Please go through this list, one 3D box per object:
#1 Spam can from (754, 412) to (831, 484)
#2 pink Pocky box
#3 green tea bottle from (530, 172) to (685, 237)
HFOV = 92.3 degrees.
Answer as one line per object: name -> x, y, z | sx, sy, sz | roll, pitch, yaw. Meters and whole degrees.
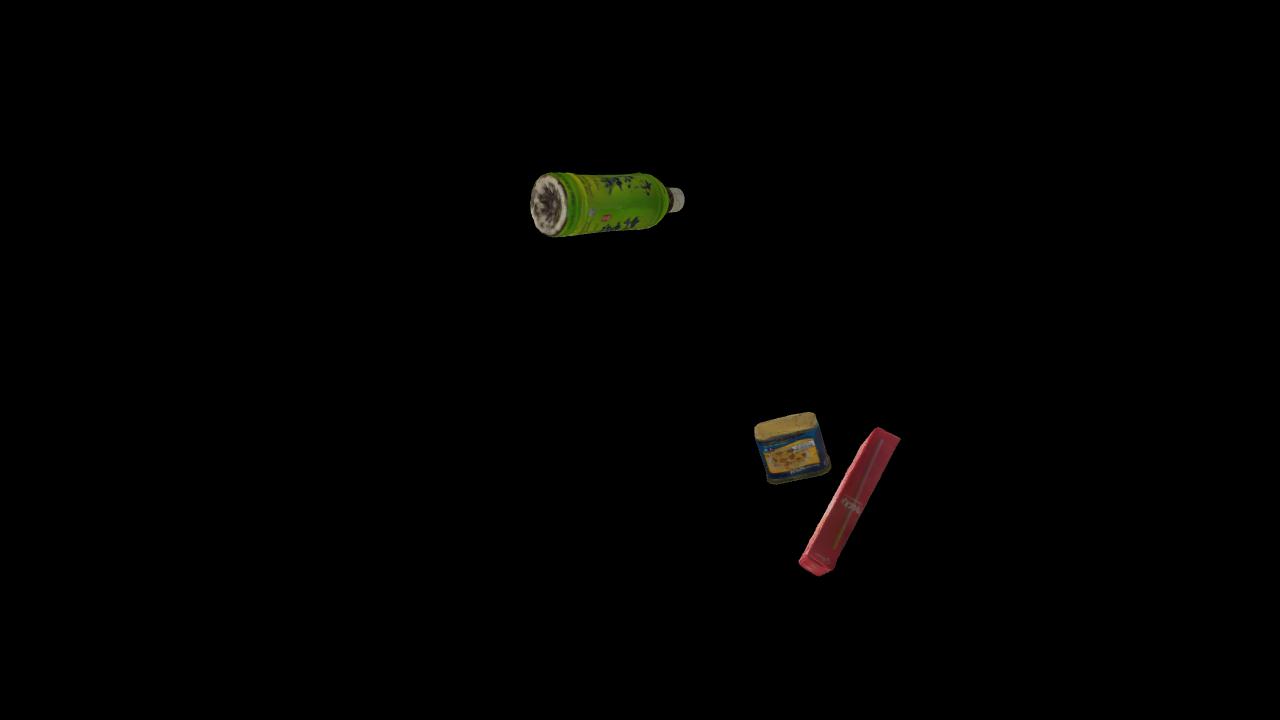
Spam can -> 0.234, 0.135, 0.952 | 0.101, 0.085, 0.058 | -16, 22, 15
pink Pocky box -> 0.216, 0.149, 0.641 | 0.029, 0.155, 0.084 | 29, -16, 18
green tea bottle -> -0.027, -0.188, 0.730 | 0.073, 0.073, 0.212 | 0, 14, 45
